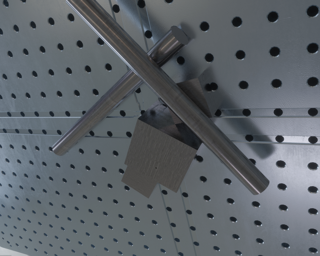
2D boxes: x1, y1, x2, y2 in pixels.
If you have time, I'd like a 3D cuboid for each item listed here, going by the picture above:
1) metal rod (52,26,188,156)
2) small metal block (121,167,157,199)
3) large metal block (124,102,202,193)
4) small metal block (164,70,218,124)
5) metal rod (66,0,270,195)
[{"bbox_3d":[-0.074,-0.033,0.429,0.025,0.025,0.299,49,129,-7],"label":"metal rod"},{"bbox_3d":[-0.025,0.071,0.468,0.050,0.025,0.050,31,128,8],"label":"small metal block"},{"bbox_3d":[0.008,0.025,0.406,0.080,0.050,0.079,28,128,10],"label":"large metal block"},{"bbox_3d":[0.035,-0.036,0.371,0.050,0.025,0.050,-10,113,32],"label":"small metal block"},{"bbox_3d":[0.013,-0.037,0.348,0.300,0.025,0.025,45,129,-5],"label":"metal rod"}]
